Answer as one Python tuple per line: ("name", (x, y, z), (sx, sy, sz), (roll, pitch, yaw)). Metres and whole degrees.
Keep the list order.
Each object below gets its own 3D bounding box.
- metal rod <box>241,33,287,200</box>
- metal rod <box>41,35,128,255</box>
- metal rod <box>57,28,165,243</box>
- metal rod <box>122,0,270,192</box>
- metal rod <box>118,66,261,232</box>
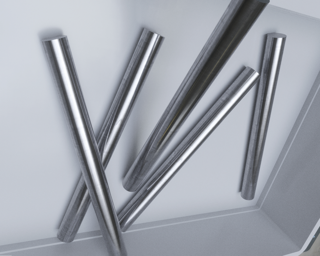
("metal rod", (0.161, 0.000, 0.499), (0.025, 0.025, 0.298), (-15, 125, -21))
("metal rod", (-0.080, 0.045, 0.364), (0.025, 0.025, 0.298), (-19, 117, -18))
("metal rod", (-0.068, 0.023, 0.386), (0.025, 0.025, 0.298), (14, 111, -34))
("metal rod", (0.014, -0.010, 0.334), (0.025, 0.025, 0.298), (-1, 143, -29))
("metal rod", (0.035, 0.035, 0.451), (0.299, 0.025, 0.025), (-50, 129, 7))
